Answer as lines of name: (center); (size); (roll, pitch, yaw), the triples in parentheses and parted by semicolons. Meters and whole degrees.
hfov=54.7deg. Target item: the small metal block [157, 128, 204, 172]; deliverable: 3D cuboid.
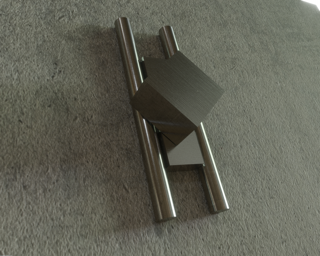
small metal block: (0.023, 0.029, 0.401); (0.050, 0.025, 0.050); (1, 61, -28)

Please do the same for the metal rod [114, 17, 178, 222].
metal rod: (-0.025, -0.029, 0.411); (0.025, 0.025, 0.299); (1, 61, -28)

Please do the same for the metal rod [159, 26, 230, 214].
metal rod: (0.042, -0.028, 0.448); (0.025, 0.025, 0.299); (1, 61, -28)

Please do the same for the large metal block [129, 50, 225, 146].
large metal block: (0.023, -0.039, 0.392); (0.080, 0.050, 0.080); (42, 51, 0)

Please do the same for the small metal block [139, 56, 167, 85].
small metal block: (-0.002, -0.074, 0.449); (0.050, 0.025, 0.050); (1, 61, -28)
